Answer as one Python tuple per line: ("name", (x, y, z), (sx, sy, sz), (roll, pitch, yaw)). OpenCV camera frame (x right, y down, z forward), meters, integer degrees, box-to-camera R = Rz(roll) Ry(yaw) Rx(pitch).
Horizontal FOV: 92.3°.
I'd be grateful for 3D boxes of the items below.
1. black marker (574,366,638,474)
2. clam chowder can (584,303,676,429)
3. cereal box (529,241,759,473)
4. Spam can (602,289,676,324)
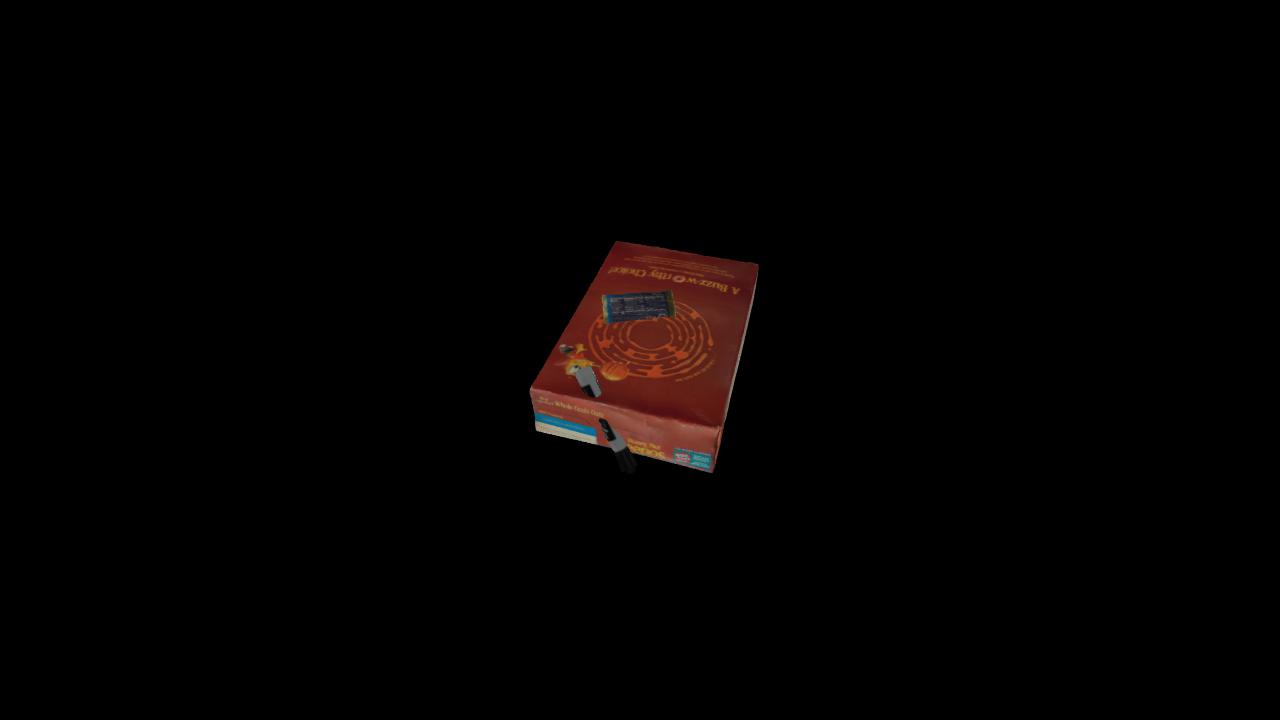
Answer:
("black marker", (-0.034, 0.064, 0.635), (0.020, 0.121, 0.020), (-24, 10, 4))
("clam chowder can", (0.005, 0.056, 0.743), (0.068, 0.068, 0.102), (0, 31, 30))
("cereal box", (0.020, -0.022, 0.740), (0.203, 0.081, 0.306), (11, 44, 11))
("Spam can", (-0.005, -0.038, 0.755), (0.085, 0.058, 0.101), (-4, -32, -7))
